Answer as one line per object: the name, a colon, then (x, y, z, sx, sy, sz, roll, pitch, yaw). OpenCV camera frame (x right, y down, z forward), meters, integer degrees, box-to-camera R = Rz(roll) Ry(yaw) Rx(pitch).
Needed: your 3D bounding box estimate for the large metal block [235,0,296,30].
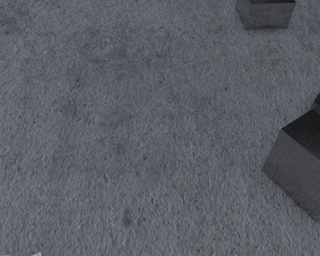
large metal block: (0.195, -0.231, 0.582, 0.081, 0.050, 0.080, -3, 50, -3)

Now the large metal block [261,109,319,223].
large metal block: (0.167, 0.041, 0.334, 0.050, 0.080, 0.080, -28, 56, -21)

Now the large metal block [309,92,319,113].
large metal block: (0.246, -0.022, 0.407, 0.080, 0.050, 0.080, 30, 56, 22)

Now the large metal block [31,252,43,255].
large metal block: (-0.121, 0.162, 0.249, 0.081, 0.050, 0.080, -20, 53, -16)
